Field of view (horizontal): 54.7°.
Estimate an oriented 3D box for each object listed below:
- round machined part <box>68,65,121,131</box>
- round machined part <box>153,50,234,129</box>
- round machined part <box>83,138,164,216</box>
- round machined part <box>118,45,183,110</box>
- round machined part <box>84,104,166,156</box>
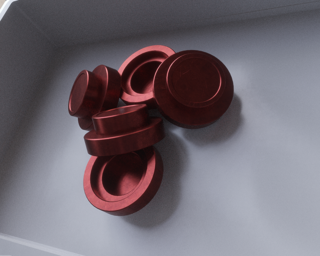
[{"bbox_3d":[-0.099,-0.045,0.444,0.098,0.042,0.098,-29,53,48],"label":"round machined part"},{"bbox_3d":[0.041,-0.051,0.374,0.099,0.042,0.098,1,76,-3],"label":"round machined part"},{"bbox_3d":[-0.040,0.059,0.377,0.098,0.042,0.098,-13,56,21],"label":"round machined part"},{"bbox_3d":[-0.011,-0.066,0.438,0.098,0.042,0.098,-13,56,21],"label":"round machined part"},{"bbox_3d":[-0.045,-0.002,0.381,0.098,0.098,0.042,-6,103,25],"label":"round machined part"}]
